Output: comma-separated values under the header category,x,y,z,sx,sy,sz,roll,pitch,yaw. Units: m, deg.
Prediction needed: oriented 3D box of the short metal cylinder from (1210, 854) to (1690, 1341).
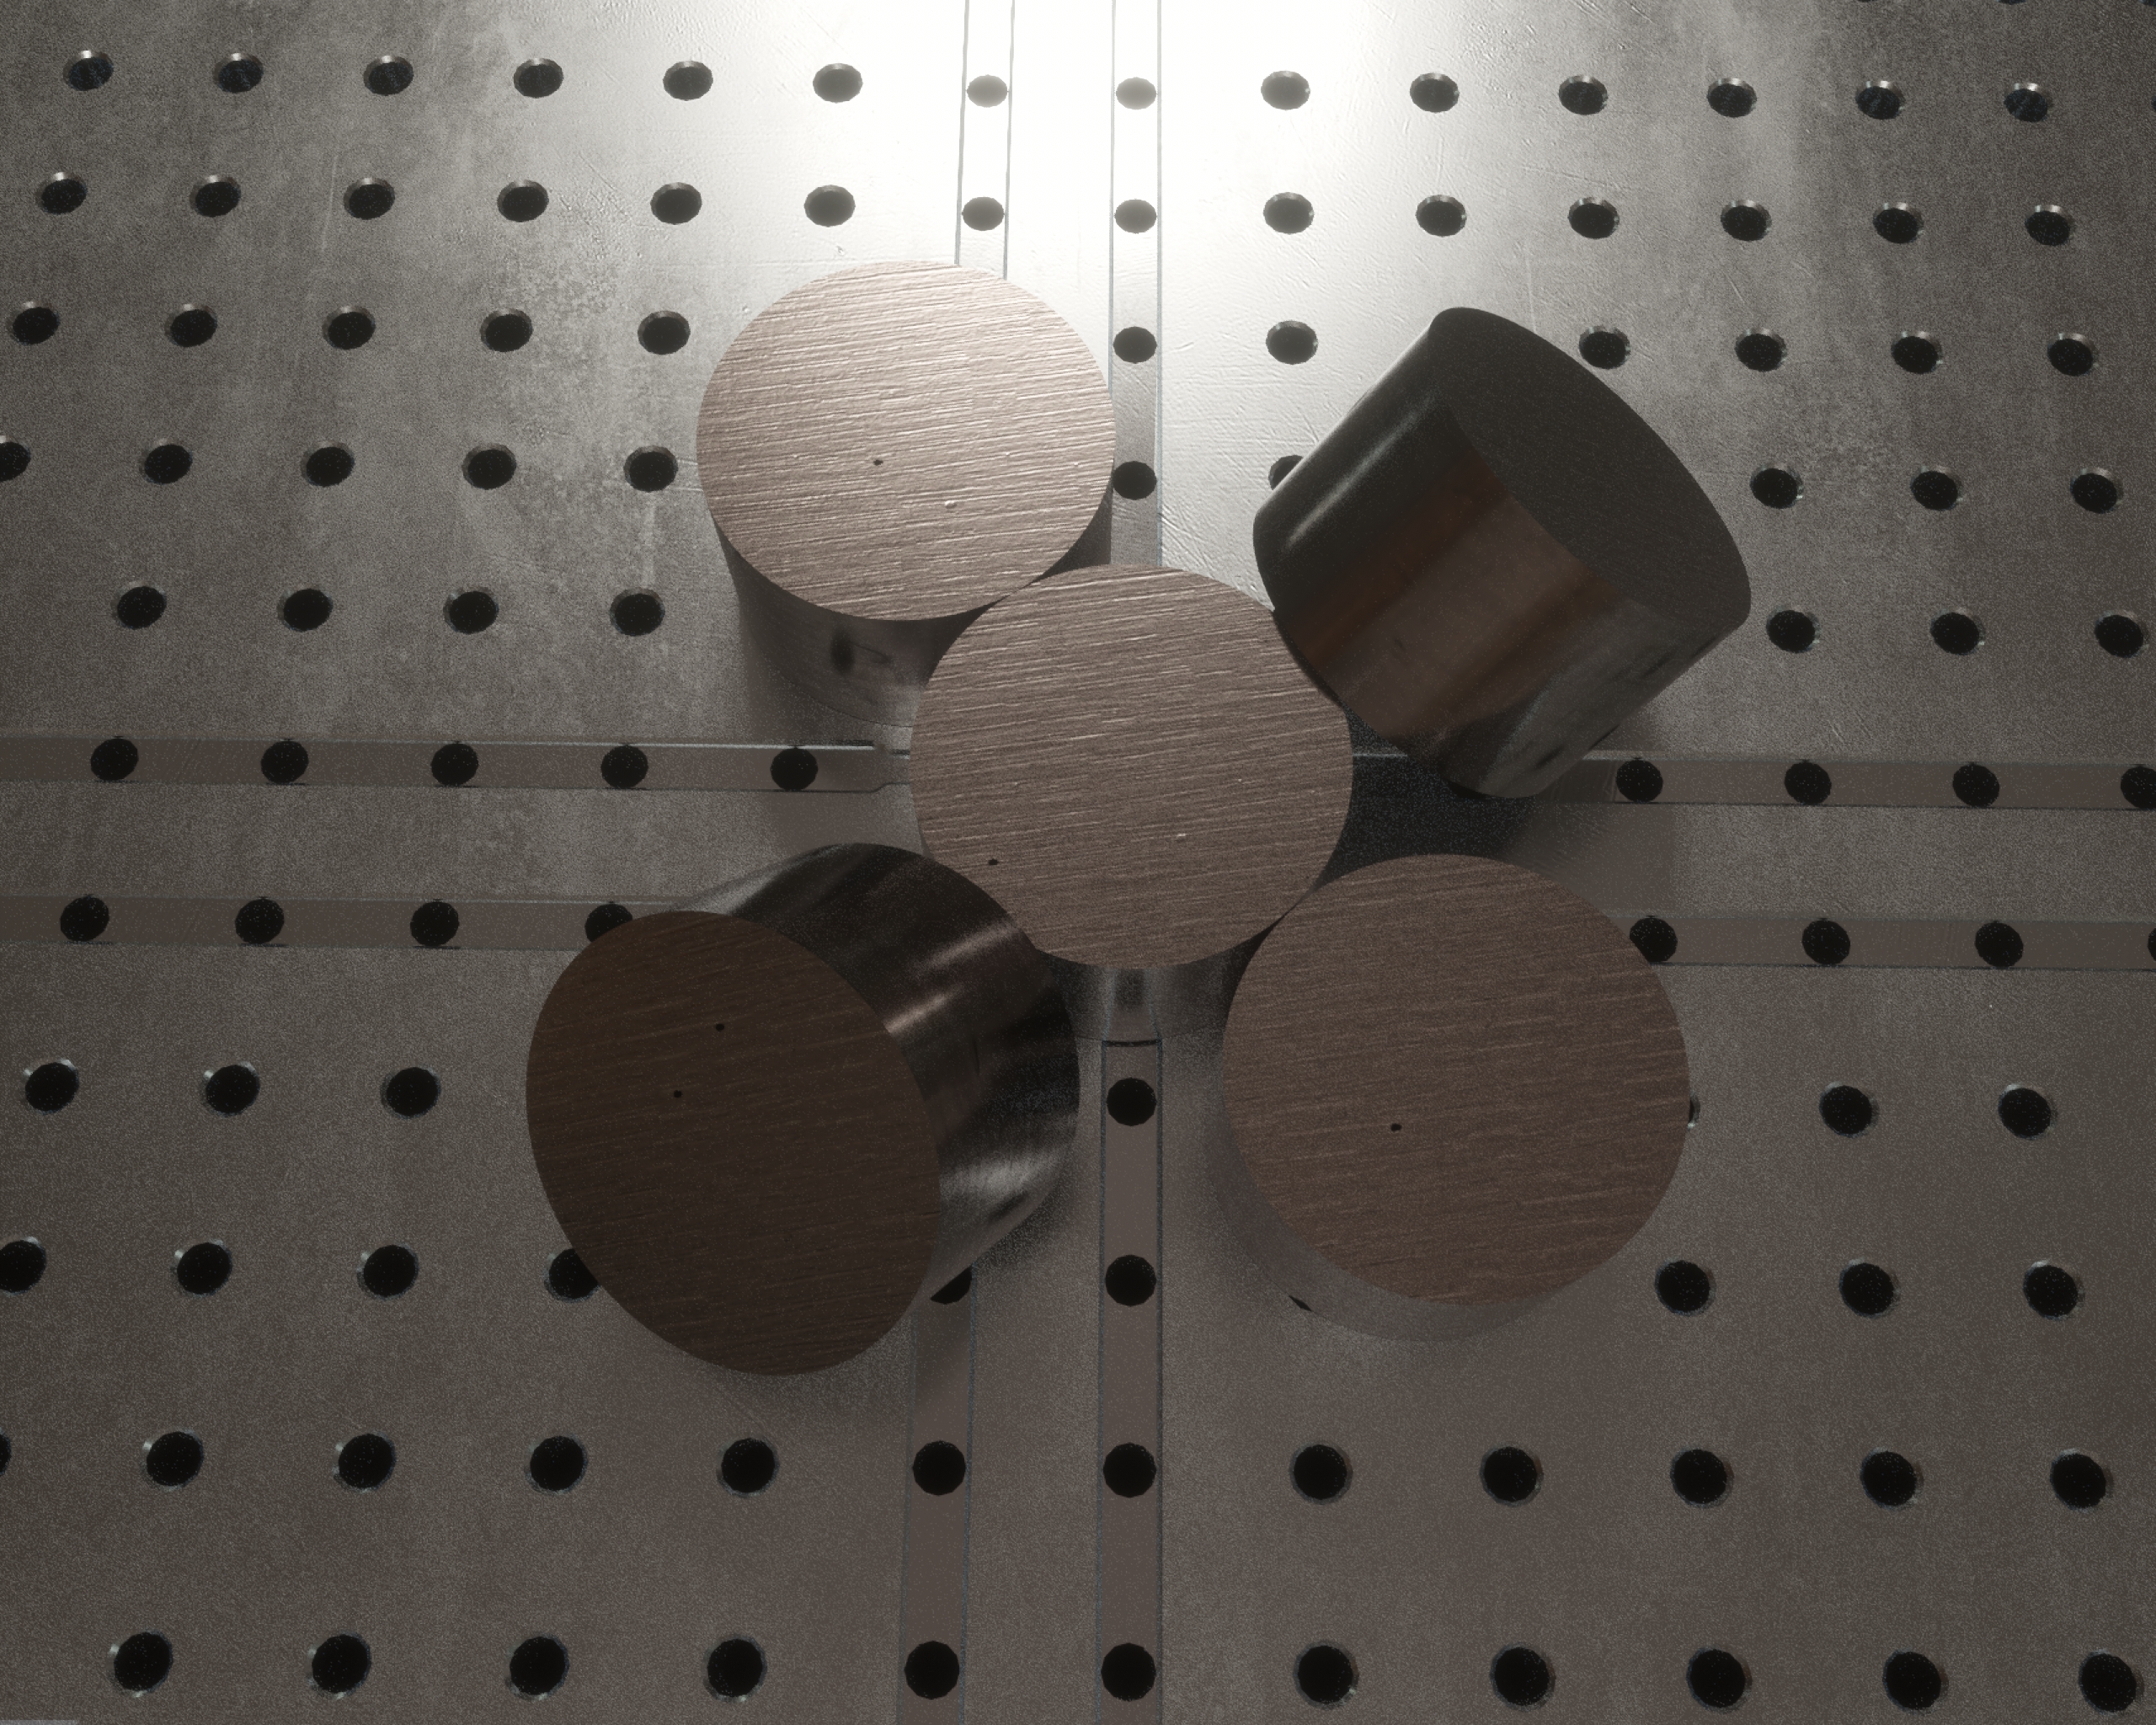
category,x,y,z,sx,sy,sz,roll,pitch,yaw
short metal cylinder,0.065,0.044,0.383,0.081,0.050,0.080,0,70,0

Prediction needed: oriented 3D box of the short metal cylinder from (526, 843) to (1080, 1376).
category,x,y,z,sx,sy,sz,roll,pitch,yaw
short metal cylinder,-0.047,0.041,0.361,0.080,0.050,0.079,7,106,24

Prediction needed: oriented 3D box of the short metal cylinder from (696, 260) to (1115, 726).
category,x,y,z,sx,sy,sz,roll,pitch,yaw
short metal cylinder,-0.033,-0.074,0.425,0.081,0.050,0.080,0,70,0

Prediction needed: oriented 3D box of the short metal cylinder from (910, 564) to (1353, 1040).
category,x,y,z,sx,sy,sz,roll,pitch,yaw
short metal cylinder,0.010,-0.010,0.402,0.081,0.050,0.080,0,70,0

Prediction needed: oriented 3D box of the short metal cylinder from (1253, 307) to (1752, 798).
category,x,y,z,sx,sy,sz,roll,pitch,yaw
short metal cylinder,0.081,-0.059,0.399,0.080,0.050,0.080,26,40,-24
